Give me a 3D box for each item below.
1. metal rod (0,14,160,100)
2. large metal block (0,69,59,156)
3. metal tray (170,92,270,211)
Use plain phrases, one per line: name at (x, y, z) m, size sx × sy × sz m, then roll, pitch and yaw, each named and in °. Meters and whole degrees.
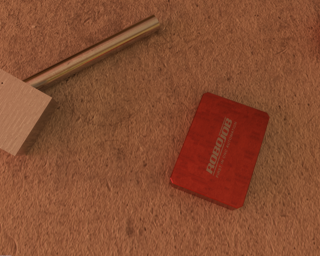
metal rod at (-0.134, -0.084, 0.437) m, size 0.301 × 0.025 × 0.025 m, roll -30°, pitch 73°, yaw -11°
large metal block at (-0.187, -0.020, 0.384) m, size 0.080 × 0.050 × 0.080 m, roll 30°, pitch 81°, yaw -6°
metal tray at (0.076, 0.028, 0.396) m, size 0.090 × 0.030 × 0.130 m, roll 21°, pitch 71°, yaw 7°
